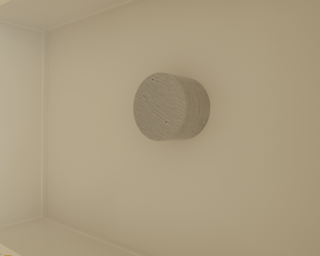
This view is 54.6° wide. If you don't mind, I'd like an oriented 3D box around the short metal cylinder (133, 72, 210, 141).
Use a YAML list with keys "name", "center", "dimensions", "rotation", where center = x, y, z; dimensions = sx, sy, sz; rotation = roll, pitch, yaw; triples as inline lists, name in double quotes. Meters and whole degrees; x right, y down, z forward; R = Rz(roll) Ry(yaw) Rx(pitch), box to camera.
- name: "short metal cylinder"
  center: [0.014, -0.025, 0.380]
  dimensions: [0.080, 0.050, 0.080]
  rotation: [0, 90, 40]
